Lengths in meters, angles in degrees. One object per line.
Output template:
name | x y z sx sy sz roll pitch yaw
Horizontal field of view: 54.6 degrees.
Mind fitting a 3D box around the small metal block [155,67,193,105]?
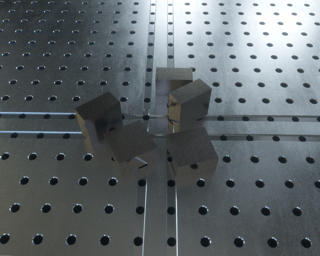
small metal block | 0.019 -0.058 0.441 0.050 0.050 0.025 1 50 1

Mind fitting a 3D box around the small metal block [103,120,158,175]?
small metal block | -0.036 0.023 0.388 0.050 0.025 0.050 -22 54 -18

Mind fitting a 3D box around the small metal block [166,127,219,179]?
small metal block | 0.038 0.030 0.383 0.050 0.025 0.050 -11 51 -9

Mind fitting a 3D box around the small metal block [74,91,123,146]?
small metal block | -0.077 -0.012 0.401 0.050 0.050 0.025 -32 57 -24

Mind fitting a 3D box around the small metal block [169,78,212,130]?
small metal block | 0.040 -0.032 0.419 0.050 0.050 0.025 -28 56 -21
